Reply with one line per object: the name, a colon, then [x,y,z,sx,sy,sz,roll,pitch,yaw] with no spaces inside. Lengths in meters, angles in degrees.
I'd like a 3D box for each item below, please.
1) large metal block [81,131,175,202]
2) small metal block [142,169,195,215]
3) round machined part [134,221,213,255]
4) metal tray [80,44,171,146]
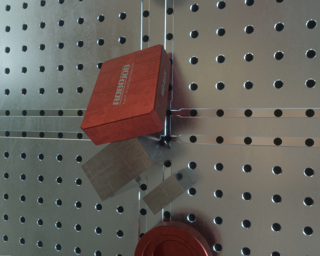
large metal block: [-0.037,0.043,0.396,0.080,0.080,0.050,-38,78,16]
small metal block: [0.013,0.080,0.394,0.050,0.050,0.025,-41,77,15]
round machined part: [0.020,0.168,0.396,0.098,0.042,0.097,0,90,19]
metal tray: [-0.037,-0.044,0.380,0.090,0.030,0.130,-12,44,19]
